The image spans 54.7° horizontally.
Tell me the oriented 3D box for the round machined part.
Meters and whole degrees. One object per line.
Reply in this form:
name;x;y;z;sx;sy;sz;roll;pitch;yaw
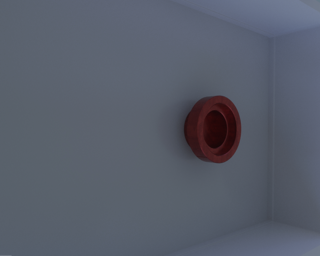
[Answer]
round machined part;0.074;0.002;0.460;0.099;0.042;0.097;0;90;-40
